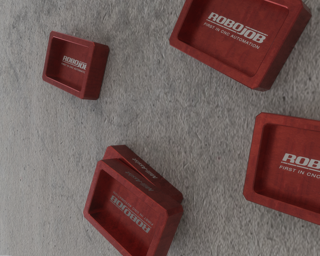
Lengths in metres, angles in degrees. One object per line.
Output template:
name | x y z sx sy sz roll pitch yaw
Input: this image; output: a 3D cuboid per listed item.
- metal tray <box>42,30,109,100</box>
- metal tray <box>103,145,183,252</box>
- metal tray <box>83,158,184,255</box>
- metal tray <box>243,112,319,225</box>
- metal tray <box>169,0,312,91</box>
metal tray | -0.146 -0.107 0.521 0.130 0.030 0.089 25 106 37
metal tray | -0.038 0.093 0.433 0.130 0.030 0.089 36 112 34
metal tray | -0.040 0.107 0.394 0.130 0.030 0.089 29 108 36
metal tray | 0.147 0.039 0.279 0.130 0.030 0.089 13 98 39
metal tray | 0.079 -0.107 0.336 0.130 0.030 0.089 38 113 33
